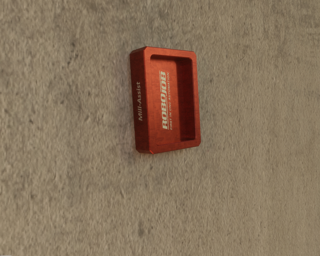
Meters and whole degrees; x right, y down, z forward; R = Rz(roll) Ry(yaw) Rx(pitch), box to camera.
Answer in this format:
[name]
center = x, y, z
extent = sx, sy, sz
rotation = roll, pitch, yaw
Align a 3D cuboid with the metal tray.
[metal tray]
center = 0.010, -0.036, 0.407
extent = 0.091, 0.030, 0.129
rotation = -6, 94, -40
